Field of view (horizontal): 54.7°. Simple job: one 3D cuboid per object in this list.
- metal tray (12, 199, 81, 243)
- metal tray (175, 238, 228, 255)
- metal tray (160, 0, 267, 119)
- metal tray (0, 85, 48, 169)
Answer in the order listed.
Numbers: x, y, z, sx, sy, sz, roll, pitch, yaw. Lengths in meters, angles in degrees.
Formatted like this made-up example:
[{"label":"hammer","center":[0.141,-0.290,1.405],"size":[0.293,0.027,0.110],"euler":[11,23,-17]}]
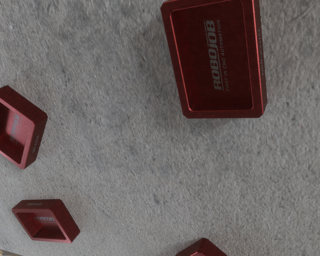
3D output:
[{"label":"metal tray","center":[-0.238,0.194,0.645],"size":[0.130,0.030,0.090],"euler":[-10,114,32]},{"label":"metal tray","center":[0.092,0.247,0.507],"size":[0.130,0.030,0.089],"euler":[40,129,0]},{"label":"metal tray","center":[0.059,-0.074,0.325],"size":[0.090,0.030,0.129],"euler":[0,119,27]},{"label":"metal tray","center":[-0.250,0.002,0.533],"size":[0.090,0.030,0.129],"euler":[35,129,4]}]
